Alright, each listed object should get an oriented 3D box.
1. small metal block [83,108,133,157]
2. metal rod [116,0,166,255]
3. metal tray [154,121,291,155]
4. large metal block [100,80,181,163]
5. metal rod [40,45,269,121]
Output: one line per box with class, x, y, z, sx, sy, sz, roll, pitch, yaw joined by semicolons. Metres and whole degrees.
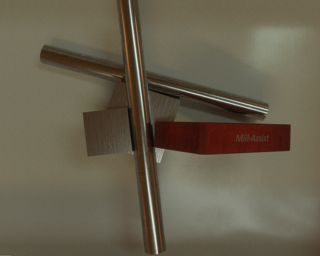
small metal block;-0.059;0.005;0.359;0.050;0.025;0.050;-6;90;-1
metal rod;-0.022;-0.006;0.360;0.025;0.025;0.298;-6;90;0
metal tray;0.071;0.009;0.352;0.131;0.090;0.030;1;91;-32
large metal block;-0.026;-0.008;0.397;0.080;0.050;0.080;18;90;-1
metal rod;-0.007;-0.060;0.410;0.302;0.025;0.025;15;90;-1
